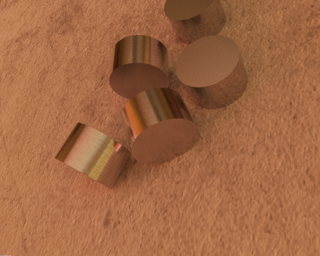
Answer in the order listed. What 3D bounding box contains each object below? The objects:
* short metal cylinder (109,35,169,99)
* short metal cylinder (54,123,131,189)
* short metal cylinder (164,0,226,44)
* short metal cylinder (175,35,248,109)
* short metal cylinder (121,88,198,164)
[{"bbox_3d":[-0.028,-0.082,0.432,0.080,0.080,0.050,-13,57,20],"label":"short metal cylinder"},{"bbox_3d":[-0.084,0.036,0.389,0.080,0.080,0.050,18,72,35],"label":"short metal cylinder"},{"bbox_3d":[0.053,-0.173,0.465,0.080,0.050,0.080,-13,56,20],"label":"short metal cylinder"},{"bbox_3d":[0.067,-0.071,0.396,0.080,0.050,0.080,-13,56,20],"label":"short metal cylinder"},{"bbox_3d":[-0.001,-0.001,0.369,0.080,0.080,0.050,-30,52,9],"label":"short metal cylinder"}]
